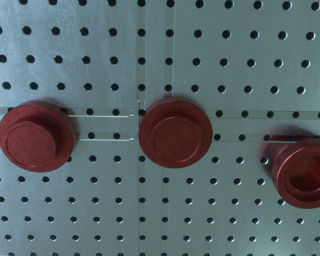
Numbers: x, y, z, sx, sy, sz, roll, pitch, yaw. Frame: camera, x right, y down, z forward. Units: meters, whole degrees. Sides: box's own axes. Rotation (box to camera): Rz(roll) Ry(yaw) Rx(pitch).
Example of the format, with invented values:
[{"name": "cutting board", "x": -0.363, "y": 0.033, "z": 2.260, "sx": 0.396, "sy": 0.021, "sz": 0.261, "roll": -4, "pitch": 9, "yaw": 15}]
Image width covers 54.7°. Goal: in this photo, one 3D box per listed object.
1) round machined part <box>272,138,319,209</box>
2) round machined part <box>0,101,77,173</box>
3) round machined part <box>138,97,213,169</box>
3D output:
[{"name": "round machined part", "x": 0.204, "y": 0.059, "z": 0.429, "sx": 0.099, "sy": 0.042, "sz": 0.097, "roll": 0, "pitch": 110, "yaw": -1}, {"name": "round machined part", "x": -0.164, "y": 0.016, "z": 0.408, "sx": 0.099, "sy": 0.042, "sz": 0.097, "roll": 0, "pitch": 110, "yaw": -1}, {"name": "round machined part", "x": 0.021, "y": 0.011, "z": 0.409, "sx": 0.099, "sy": 0.042, "sz": 0.097, "roll": 0, "pitch": 110, "yaw": -1}]
